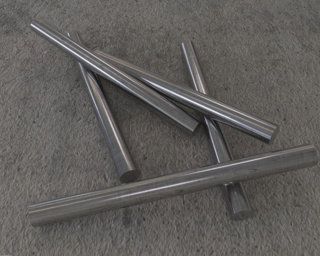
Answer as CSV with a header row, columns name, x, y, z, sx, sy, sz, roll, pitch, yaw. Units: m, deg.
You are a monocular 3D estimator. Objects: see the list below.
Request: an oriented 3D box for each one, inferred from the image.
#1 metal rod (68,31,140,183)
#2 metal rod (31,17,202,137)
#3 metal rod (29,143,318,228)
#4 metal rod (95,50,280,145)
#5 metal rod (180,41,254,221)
name,x,y,z,sx,sy,sz,roll,pitch,yaw
metal rod,-0.091,-0.050,0.444,0.025,0.025,0.300,-18,52,-14
metal rod,-0.072,-0.080,0.443,0.300,0.025,0.025,34,58,16
metal rod,0.015,0.060,0.329,0.302,0.025,0.025,-12,51,-1
metal rod,0.014,-0.053,0.424,0.300,0.025,0.025,28,55,30
metal rod,0.066,-0.021,0.421,0.025,0.025,0.300,-6,50,-5
